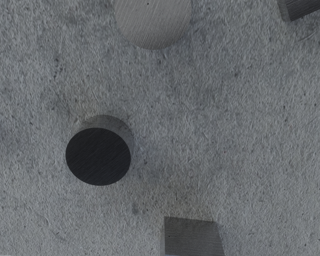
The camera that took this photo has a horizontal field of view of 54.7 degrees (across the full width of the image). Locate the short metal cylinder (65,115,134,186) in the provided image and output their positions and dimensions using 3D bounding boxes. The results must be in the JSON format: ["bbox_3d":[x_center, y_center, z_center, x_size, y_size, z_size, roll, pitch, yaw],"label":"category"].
[{"bbox_3d":[-0.076,0.028,0.406,0.081,0.050,0.079,0,110,0],"label":"short metal cylinder"}]

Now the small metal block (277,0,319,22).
[{"bbox_3d":[0.162,-0.156,0.354,0.050,0.025,0.050,-23,109,8],"label":"small metal block"}]

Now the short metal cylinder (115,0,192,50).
[{"bbox_3d":[-0.007,-0.131,0.348,0.081,0.050,0.079,0,110,0],"label":"short metal cylinder"}]

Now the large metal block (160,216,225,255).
[{"bbox_3d":[0.043,0.177,0.446,0.081,0.080,0.050,7,110,-3],"label":"large metal block"}]
